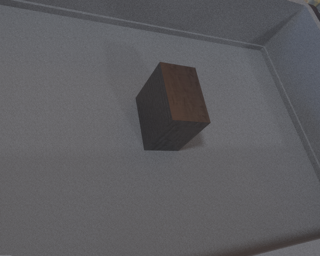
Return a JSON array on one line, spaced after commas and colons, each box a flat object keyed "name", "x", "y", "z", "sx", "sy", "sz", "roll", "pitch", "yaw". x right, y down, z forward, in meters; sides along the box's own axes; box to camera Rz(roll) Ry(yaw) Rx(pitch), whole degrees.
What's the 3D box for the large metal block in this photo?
[{"name": "large metal block", "x": 0.012, "y": -0.024, "z": 0.393, "sx": 0.050, "sy": 0.080, "sz": 0.080, "roll": 3, "pitch": 60, "yaw": -27}]
